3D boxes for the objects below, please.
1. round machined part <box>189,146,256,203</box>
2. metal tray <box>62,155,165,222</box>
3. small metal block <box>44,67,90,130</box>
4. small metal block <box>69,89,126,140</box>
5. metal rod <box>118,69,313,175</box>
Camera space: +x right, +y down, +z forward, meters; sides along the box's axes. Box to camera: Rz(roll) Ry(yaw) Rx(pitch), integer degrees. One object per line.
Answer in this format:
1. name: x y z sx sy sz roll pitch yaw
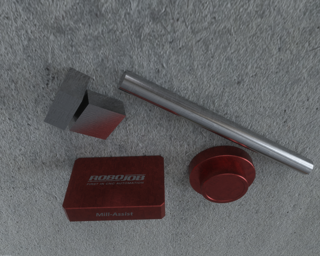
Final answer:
1. round machined part: 0.093 0.075 0.462 0.099 0.042 0.097 -1 130 0
2. metal tray: -0.059 0.082 0.433 0.131 0.090 0.030 -2 130 1
3. small metal block: -0.108 -0.034 0.360 0.025 0.050 0.050 26 125 -20
4. small metal block: -0.079 -0.015 0.385 0.050 0.025 0.050 18 129 -36
5. metal rod: 0.087 0.000 0.408 0.302 0.025 0.025 24 126 -20
